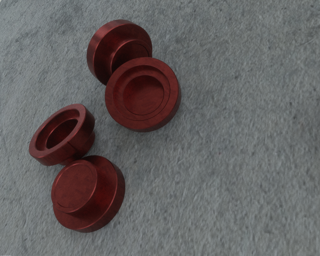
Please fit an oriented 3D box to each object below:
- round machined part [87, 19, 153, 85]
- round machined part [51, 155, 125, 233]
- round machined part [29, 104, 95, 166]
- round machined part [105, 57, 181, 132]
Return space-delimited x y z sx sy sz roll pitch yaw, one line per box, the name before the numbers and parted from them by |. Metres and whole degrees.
round machined part | -0.050 -0.100 0.444 0.098 0.098 0.042 -46 51 -4
round machined part | -0.098 0.079 0.394 0.098 0.042 0.098 -13 56 20
round machined part | -0.133 0.015 0.442 0.098 0.042 0.098 -21 39 19
round machined part | -0.020 -0.041 0.414 0.098 0.042 0.098 -3 76 12
